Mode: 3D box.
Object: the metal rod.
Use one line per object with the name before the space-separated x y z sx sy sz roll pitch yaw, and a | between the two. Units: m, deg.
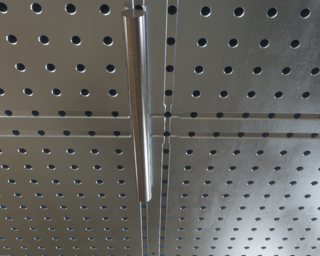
metal rod | -0.026 -0.003 0.409 0.025 0.025 0.298 0 130 0
